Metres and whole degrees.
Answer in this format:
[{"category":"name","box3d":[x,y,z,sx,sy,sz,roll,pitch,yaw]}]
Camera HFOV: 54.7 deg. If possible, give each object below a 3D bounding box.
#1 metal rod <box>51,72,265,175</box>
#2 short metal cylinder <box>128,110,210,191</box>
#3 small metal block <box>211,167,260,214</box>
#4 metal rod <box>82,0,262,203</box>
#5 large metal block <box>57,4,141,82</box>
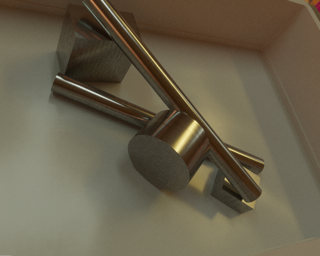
[{"category":"metal rod","box3d":[0.009,0.000,0.410,0.302,0.025,0.025,23,53,-15]},{"category":"short metal cylinder","box3d":[0.010,0.026,0.359,0.080,0.080,0.050,43,51,0]},{"category":"small metal block","box3d":[0.102,0.078,0.413,0.050,0.025,0.050,33,51,-7]},{"category":"metal rod","box3d":[0.020,-0.030,0.360,0.300,0.025,0.025,50,50,-9]},{"category":"large metal block","box3d":[-0.079,-0.102,0.390,0.081,0.080,0.050,-4,64,-30]}]
